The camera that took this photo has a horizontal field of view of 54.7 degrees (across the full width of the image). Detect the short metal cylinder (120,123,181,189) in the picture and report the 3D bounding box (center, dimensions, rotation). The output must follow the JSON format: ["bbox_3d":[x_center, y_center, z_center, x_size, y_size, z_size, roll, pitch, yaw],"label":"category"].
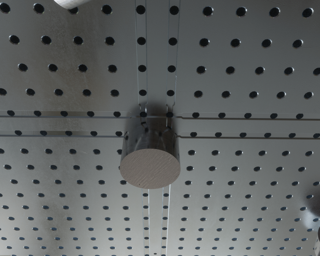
[{"bbox_3d":[-0.013,0.040,0.429,0.081,0.050,0.079,0,130,0],"label":"short metal cylinder"}]

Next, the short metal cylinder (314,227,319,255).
[{"bbox_3d":[0.327,0.214,0.561,0.080,0.080,0.050,-8,130,6],"label":"short metal cylinder"}]

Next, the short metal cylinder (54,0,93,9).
[{"bbox_3d":[-0.069,-0.145,0.251,0.050,0.080,0.080,-17,128,14],"label":"short metal cylinder"}]
